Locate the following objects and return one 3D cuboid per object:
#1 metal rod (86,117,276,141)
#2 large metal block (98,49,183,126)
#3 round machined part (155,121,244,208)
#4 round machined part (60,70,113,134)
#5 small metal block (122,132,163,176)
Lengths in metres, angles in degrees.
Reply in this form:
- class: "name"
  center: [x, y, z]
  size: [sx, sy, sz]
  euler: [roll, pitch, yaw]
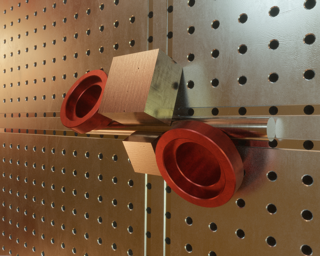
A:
- class: "metal rod"
  center: [-0.002, -0.001, 0.412]
  size: [0.300, 0.025, 0.025]
  euler: [1, 91, 40]
- class: "large metal block"
  center: [-0.025, -0.049, 0.399]
  size: [0.080, 0.050, 0.080]
  euler: [1, 73, 40]
- class: "round machined part"
  center: [0.047, 0.036, 0.344]
  size: [0.098, 0.042, 0.097]
  euler: [20, 127, 30]
- class: "round machined part"
  center: [-0.100, -0.035, 0.464]
  size: [0.098, 0.042, 0.098]
  euler: [-20, 52, 29]
- class: "small metal block"
  center: [-0.016, 0.033, 0.410]
  size: [0.050, 0.025, 0.050]
  euler: [1, 120, 40]
